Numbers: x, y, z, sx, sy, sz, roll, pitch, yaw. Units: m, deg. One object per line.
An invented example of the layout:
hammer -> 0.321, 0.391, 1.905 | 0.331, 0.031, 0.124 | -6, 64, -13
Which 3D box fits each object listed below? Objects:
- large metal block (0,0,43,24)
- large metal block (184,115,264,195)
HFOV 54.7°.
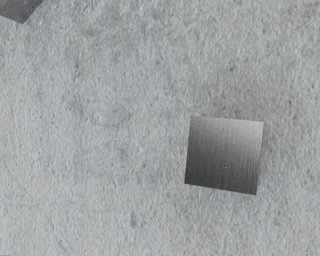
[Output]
large metal block -> -0.224, -0.223, 0.473 | 0.080, 0.050, 0.080 | -41, 78, 15
large metal block -> 0.078, 0.029, 0.368 | 0.080, 0.050, 0.079 | 6, 92, 19
